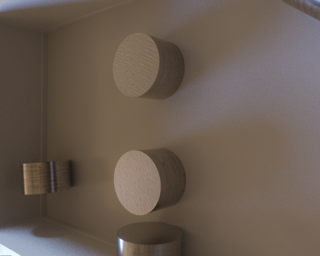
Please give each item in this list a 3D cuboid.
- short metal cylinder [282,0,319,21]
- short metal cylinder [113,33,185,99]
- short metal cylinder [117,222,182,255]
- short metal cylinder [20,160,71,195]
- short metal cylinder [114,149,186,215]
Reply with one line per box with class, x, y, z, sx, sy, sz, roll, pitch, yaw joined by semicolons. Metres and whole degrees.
short metal cylinder;0.145;-0.129;0.251;0.050;0.081;0.080;46;117;30
short metal cylinder;-0.015;-0.078;0.403;0.080;0.050;0.080;0;90;40
short metal cylinder;-0.013;0.153;0.382;0.080;0.081;0.050;1;91;40
short metal cylinder;-0.195;0.083;0.532;0.080;0.081;0.050;-8;85;40
short metal cylinder;-0.014;0.067;0.402;0.080;0.050;0.080;0;90;40
